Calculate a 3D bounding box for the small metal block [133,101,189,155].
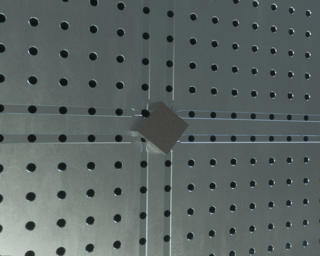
[{"bbox_3d":[0.001,0.000,0.413,0.050,0.025,0.050,40,77,-16],"label":"small metal block"}]
